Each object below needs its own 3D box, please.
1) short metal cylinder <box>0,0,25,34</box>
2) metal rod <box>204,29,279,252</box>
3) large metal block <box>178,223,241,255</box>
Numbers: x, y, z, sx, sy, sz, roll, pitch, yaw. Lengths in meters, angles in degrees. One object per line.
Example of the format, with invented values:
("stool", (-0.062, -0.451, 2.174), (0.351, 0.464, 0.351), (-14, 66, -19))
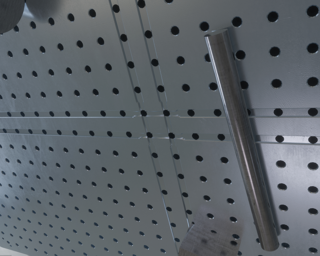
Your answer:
("short metal cylinder", (-0.220, -0.166, 0.389), (0.050, 0.080, 0.079), (22, 127, 15))
("metal rod", (0.105, 0.032, 0.375), (0.025, 0.025, 0.298), (-6, 116, 31))
("large metal block", (0.073, 0.208, 0.485), (0.080, 0.050, 0.079), (17, 125, 18))
